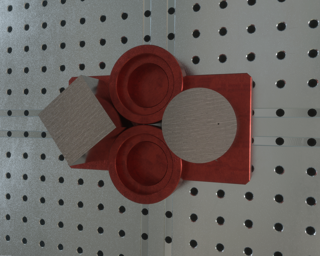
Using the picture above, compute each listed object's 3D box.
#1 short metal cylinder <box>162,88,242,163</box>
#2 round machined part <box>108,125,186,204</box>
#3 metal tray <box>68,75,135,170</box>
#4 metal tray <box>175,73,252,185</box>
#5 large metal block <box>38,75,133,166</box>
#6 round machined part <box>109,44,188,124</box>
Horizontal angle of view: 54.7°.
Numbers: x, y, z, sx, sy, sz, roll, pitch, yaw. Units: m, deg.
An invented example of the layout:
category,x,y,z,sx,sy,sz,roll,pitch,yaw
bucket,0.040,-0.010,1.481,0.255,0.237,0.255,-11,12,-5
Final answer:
category,x,y,z,sx,sy,sz,roll,pitch,yaw
short metal cylinder,0.048,-0.003,0.349,0.080,0.050,0.079,0,90,20
round machined part,-0.014,0.045,0.398,0.098,0.042,0.097,0,90,20
metal tray,-0.083,-0.007,0.439,0.090,0.030,0.129,1,90,18
metal tray,0.067,0.000,0.384,0.090,0.030,0.129,1,90,19
large metal block,-0.095,-0.009,0.400,0.080,0.050,0.080,-38,78,16
round machined part,-0.012,-0.054,0.398,0.098,0.042,0.097,0,90,20
